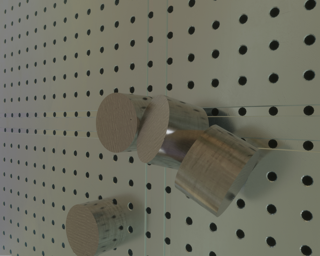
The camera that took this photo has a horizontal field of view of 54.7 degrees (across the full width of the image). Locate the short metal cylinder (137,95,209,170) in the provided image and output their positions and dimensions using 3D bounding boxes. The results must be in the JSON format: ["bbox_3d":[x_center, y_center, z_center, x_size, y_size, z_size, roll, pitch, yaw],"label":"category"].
[{"bbox_3d":[0.013,0.006,0.362,0.080,0.050,0.080,-42,39,49],"label":"short metal cylinder"}]

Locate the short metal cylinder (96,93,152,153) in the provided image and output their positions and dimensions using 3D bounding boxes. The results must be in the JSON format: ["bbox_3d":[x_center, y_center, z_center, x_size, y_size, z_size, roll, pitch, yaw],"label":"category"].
[{"bbox_3d":[-0.043,-0.007,0.429,0.080,0.050,0.079,0,90,40],"label":"short metal cylinder"}]

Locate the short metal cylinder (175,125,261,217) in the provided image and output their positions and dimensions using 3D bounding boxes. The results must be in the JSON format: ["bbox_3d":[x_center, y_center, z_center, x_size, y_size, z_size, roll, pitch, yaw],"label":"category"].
[{"bbox_3d":[0.060,0.043,0.319,0.050,0.080,0.079,33,111,24],"label":"short metal cylinder"}]

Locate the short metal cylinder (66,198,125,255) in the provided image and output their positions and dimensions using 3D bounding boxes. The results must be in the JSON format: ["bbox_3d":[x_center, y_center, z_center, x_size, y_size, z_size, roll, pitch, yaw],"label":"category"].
[{"bbox_3d":[-0.100,0.153,0.476,0.080,0.050,0.079,0,90,40],"label":"short metal cylinder"}]
